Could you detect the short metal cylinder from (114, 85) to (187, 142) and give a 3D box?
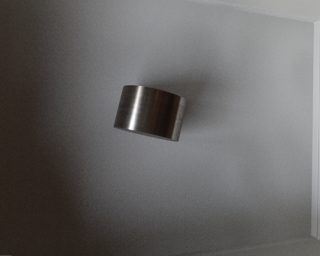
[{"bbox_3d":[-0.011,-0.016,0.378,0.081,0.080,0.050,14,85,-20],"label":"short metal cylinder"}]
